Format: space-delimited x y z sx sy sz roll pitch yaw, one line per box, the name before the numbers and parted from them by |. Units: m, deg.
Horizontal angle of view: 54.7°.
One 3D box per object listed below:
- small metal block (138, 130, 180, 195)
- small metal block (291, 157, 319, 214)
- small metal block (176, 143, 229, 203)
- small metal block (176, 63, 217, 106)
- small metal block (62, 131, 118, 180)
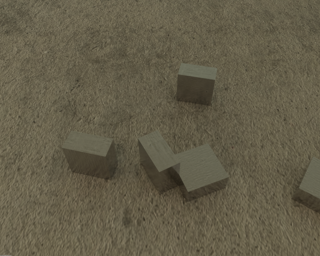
small metal block | -0.001 0.040 0.353 0.025 0.050 0.050 -23 54 -18
small metal block | 0.185 0.068 0.347 0.050 0.025 0.050 28 55 21
small metal block | 0.044 0.051 0.360 0.050 0.025 0.050 -17 52 -14
small metal block | 0.051 -0.061 0.439 0.050 0.050 0.025 10 51 8
small metal block | -0.079 0.033 0.359 0.050 0.050 0.025 10 51 8
